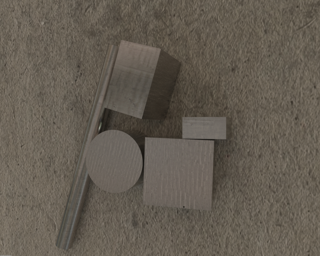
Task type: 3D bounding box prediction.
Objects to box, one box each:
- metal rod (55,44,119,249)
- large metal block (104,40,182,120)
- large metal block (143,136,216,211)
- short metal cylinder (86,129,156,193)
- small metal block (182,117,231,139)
[{"bbox_3d":[-0.101,0.030,0.444,0.025,0.025,0.298,18,96,19],"label":"metal rod"},{"bbox_3d":[-0.018,-0.055,0.386,0.050,0.080,0.080,18,96,19],"label":"large metal block"},{"bbox_3d":[0.026,0.052,0.382,0.080,0.050,0.080,2,91,13],"label":"large metal block"},{"bbox_3d":[-0.050,0.042,0.413,0.080,0.050,0.080,0,90,20],"label":"short metal cylinder"},{"bbox_3d":[0.058,0.000,0.375,0.050,0.050,0.025,0,90,20],"label":"small metal block"}]
